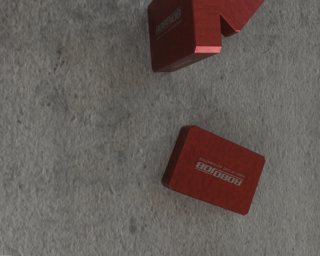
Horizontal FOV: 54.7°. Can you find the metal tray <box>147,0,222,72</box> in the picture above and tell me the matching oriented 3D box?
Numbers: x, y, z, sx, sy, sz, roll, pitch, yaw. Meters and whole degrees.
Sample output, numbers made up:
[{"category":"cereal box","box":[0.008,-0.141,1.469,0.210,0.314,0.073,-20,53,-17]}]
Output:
[{"category":"metal tray","box":[0.023,-0.120,0.362,0.030,0.130,0.089,-5,92,-20]}]

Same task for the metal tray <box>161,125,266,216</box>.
[{"category":"metal tray","box":[0.078,0.060,0.437,0.131,0.030,0.090,23,82,-19]}]

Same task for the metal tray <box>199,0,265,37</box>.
[{"category":"metal tray","box":[0.112,-0.210,0.449,0.090,0.030,0.130,42,76,-16]}]
